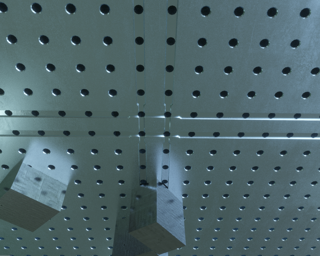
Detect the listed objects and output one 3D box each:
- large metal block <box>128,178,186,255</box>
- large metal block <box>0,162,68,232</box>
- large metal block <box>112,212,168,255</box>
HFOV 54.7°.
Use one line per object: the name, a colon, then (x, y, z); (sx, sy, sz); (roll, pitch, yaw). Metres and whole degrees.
large metal block: (-0.003, 0.142, 0.497); (0.050, 0.080, 0.080); (-27, 125, 21)
large metal block: (-0.208, 0.111, 0.487); (0.080, 0.050, 0.080); (37, 121, -27)
large metal block: (-0.034, 0.199, 0.545); (0.080, 0.080, 0.050); (-23, 127, 18)
